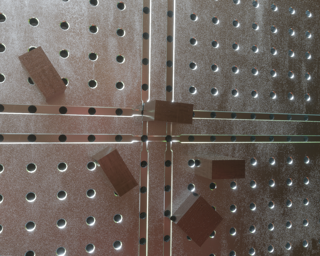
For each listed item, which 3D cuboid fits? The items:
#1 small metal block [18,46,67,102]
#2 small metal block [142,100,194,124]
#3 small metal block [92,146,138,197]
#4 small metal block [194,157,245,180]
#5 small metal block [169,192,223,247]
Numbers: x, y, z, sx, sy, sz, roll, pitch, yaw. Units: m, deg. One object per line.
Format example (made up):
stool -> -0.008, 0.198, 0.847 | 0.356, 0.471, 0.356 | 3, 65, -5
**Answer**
small metal block -> -0.132, -0.059, 0.351 | 0.025, 0.050, 0.050 | -34, 101, -17
small metal block -> 0.009, -0.019, 0.402 | 0.050, 0.050, 0.025 | 5, 89, -20
small metal block -> -0.056, 0.051, 0.378 | 0.025, 0.050, 0.050 | -33, 101, -17
small metal block -> 0.082, 0.054, 0.429 | 0.050, 0.050, 0.025 | 1, 90, -20
small metal block -> 0.051, 0.126, 0.431 | 0.050, 0.025, 0.050 | -46, 105, -14
